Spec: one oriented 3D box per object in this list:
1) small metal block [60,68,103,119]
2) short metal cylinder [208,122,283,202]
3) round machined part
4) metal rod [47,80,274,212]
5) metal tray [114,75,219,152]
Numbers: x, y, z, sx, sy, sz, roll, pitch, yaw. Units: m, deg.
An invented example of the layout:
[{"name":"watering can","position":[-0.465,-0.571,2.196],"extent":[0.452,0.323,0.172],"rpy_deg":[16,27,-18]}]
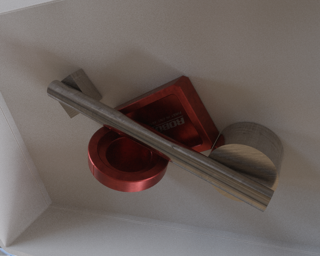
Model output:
[{"name":"small metal block","position":[-0.119,-0.048,0.437],"extent":[0.050,0.025,0.050],"rpy_deg":[-24,106,36]},{"name":"short metal cylinder","position":[0.099,0.040,0.362],"extent":[0.080,0.050,0.079],"rpy_deg":[13,124,20]},{"name":"round machined part","position":[-0.040,0.039,0.386],"extent":[0.098,0.098,0.042],"rpy_deg":[25,135,12]},{"name":"metal rod","position":[-0.015,0.011,0.367],"extent":[0.301,0.025,0.025],"rpy_deg":[27,128,19]},{"name":"metal tray","position":[-0.002,-0.002,0.401],"extent":[0.130,0.030,0.090],"rpy_deg":[-21,108,35]}]
